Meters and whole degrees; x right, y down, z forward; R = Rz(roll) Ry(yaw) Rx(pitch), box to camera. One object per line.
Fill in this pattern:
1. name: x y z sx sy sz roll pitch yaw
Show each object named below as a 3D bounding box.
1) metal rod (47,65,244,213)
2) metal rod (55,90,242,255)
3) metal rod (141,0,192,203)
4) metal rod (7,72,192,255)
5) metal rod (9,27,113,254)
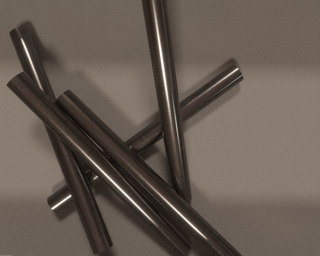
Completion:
1. metal rod: -0.019 0.014 0.411 0.301 0.025 0.025 -36 90 -1
2. metal rod: -0.012 0.066 0.386 0.300 0.025 0.025 44 90 -2
3. metal rod: 0.008 -0.041 0.355 0.025 0.025 0.298 -9 113 0
4. metal rod: -0.067 0.052 0.384 0.025 0.025 0.300 -42 101 0
5. metal rod: -0.127 0.010 0.392 0.025 0.025 0.299 -23 83 0
